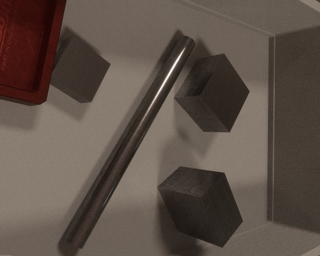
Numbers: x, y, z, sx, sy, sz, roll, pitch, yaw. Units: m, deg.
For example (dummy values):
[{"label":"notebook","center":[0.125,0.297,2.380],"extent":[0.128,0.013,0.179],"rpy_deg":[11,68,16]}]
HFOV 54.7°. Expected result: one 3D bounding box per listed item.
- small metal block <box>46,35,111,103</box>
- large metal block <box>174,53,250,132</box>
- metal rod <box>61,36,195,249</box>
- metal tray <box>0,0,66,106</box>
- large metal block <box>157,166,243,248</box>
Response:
[{"label":"small metal block","center":[-0.089,-0.061,0.333],"extent":[0.050,0.025,0.050],"rpy_deg":[35,68,-35]},{"label":"large metal block","center":[0.079,-0.050,0.459],"extent":[0.080,0.050,0.080],"rpy_deg":[46,63,-31]},{"label":"metal rod","center":[-0.027,0.000,0.385],"extent":[0.025,0.025,0.300],"rpy_deg":[43,64,-32]},{"label":"metal tray","center":[-0.142,-0.093,0.284],"extent":[0.091,0.030,0.129],"rpy_deg":[14,81,-39]},{"label":"large metal block","center":[0.054,0.103,0.418],"extent":[0.050,0.080,0.080],"rpy_deg":[-37,113,-34]}]
